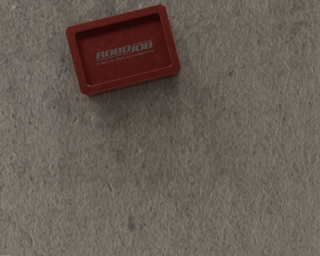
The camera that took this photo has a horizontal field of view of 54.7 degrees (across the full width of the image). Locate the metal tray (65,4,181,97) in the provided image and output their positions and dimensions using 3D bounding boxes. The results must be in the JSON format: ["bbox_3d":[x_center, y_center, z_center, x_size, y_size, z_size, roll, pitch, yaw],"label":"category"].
[{"bbox_3d":[-0.047,-0.100,0.406,0.131,0.030,0.089,-14,90,-1],"label":"metal tray"}]
